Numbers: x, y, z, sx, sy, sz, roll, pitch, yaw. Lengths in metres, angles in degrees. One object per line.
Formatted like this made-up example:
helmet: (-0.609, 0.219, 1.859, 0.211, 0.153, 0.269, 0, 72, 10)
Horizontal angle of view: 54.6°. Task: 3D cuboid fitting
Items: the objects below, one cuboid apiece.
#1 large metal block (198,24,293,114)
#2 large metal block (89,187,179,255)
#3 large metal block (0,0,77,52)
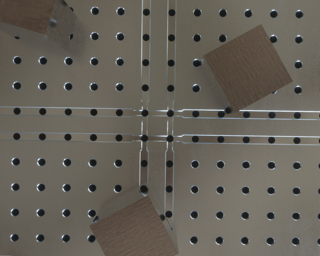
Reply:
large metal block: (0.107, -0.073, 0.401, 0.080, 0.050, 0.080, -29, 90, 0)
large metal block: (-0.031, 0.135, 0.401, 0.080, 0.050, 0.080, -28, 90, 0)
large metal block: (-0.160, -0.139, 0.385, 0.080, 0.080, 0.050, 16, 90, 0)
